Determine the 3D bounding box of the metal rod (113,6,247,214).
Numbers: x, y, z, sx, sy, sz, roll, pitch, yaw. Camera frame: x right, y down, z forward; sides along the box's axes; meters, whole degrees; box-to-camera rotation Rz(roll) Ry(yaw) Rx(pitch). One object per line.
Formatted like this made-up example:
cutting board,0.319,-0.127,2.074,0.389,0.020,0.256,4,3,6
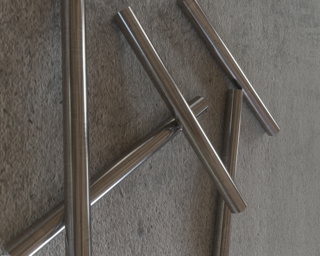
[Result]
metal rod,0.032,-0.013,0.399,0.025,0.025,0.299,-40,105,-33

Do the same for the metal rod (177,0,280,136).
metal rod,0.123,-0.088,0.507,0.300,0.025,0.025,46,63,-30

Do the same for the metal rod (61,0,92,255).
metal rod,-0.085,-0.018,0.313,0.025,0.025,0.298,2,83,-40

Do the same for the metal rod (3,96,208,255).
metal rod,-0.039,0.042,0.371,0.302,0.025,0.025,-38,114,-33

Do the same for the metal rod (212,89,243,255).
metal rod,0.107,0.087,0.494,0.025,0.025,0.298,11,83,-40
